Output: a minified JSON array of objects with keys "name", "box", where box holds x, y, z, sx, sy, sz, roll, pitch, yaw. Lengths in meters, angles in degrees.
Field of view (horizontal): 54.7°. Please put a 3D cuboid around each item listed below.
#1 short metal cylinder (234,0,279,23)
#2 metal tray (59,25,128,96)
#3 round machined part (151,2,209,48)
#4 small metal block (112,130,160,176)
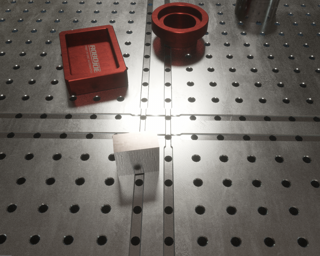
[{"name":"short metal cylinder","box":[0.190,-0.249,0.603,0.081,0.050,0.080,0,50,0]},{"name":"metal tray","box":[-0.109,-0.113,0.497,0.091,0.030,0.130,-12,51,-10]},{"name":"round machined part","box":[0.034,-0.178,0.547,0.099,0.042,0.098,0,50,0]},{"name":"small metal block","box":[-0.027,0.030,0.366,0.050,0.050,0.025,-7,51,-6]}]
